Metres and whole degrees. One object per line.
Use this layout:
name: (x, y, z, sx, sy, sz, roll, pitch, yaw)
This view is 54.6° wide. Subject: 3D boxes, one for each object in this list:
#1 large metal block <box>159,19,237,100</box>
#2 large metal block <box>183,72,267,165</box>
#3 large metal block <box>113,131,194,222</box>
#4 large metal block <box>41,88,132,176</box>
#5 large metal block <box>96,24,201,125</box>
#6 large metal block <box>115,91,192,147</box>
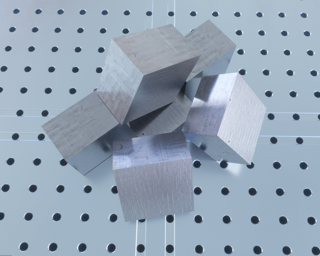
large metal block: (0.046, -0.082, 0.413, 0.080, 0.080, 0.050, -37, 75, -13)
large metal block: (0.081, -0.010, 0.379, 0.050, 0.080, 0.080, 2, 63, 45)
large metal block: (-0.007, 0.055, 0.355, 0.080, 0.080, 0.050, -8, 34, -3)
large metal block: (-0.083, 0.007, 0.378, 0.080, 0.080, 0.050, -36, 74, -12)
large metal block: (-0.014, -0.058, 0.337, 0.081, 0.080, 0.050, -27, 70, -36)
large metal block: (-0.008, -0.019, 0.407, 0.080, 0.050, 0.080, -37, 74, -13)
